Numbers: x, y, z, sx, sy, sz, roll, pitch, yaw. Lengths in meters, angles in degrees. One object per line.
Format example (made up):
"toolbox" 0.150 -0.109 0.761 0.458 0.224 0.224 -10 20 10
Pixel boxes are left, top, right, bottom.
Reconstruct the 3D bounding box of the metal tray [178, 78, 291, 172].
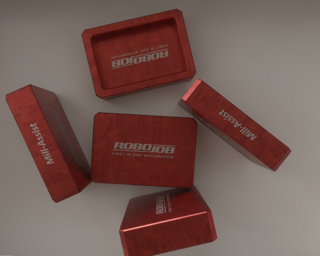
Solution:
"metal tray" 0.084 -0.004 0.377 0.130 0.090 0.030 38 91 -1

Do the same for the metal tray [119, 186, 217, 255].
"metal tray" 0.007 0.101 0.356 0.091 0.130 0.030 -12 91 -1

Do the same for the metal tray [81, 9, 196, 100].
"metal tray" -0.027 -0.095 0.407 0.131 0.030 0.089 -13 90 -1

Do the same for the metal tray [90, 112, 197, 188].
"metal tray" -0.020 0.028 0.406 0.131 0.030 0.089 3 90 -1

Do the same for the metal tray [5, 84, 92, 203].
"metal tray" -0.127 0.017 0.375 0.030 0.090 0.129 -25 91 -1
